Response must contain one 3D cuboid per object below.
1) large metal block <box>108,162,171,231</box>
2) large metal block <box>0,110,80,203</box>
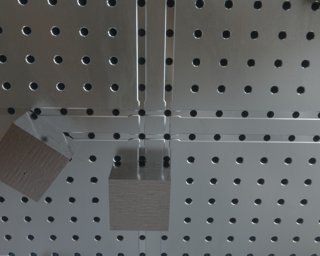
[{"bbox_3d":[-0.027,0.095,0.435,0.081,0.050,0.079,1,110,-1],"label":"large metal block"},{"bbox_3d":[-0.169,0.037,0.412,0.080,0.050,0.080,36,106,-13],"label":"large metal block"}]
